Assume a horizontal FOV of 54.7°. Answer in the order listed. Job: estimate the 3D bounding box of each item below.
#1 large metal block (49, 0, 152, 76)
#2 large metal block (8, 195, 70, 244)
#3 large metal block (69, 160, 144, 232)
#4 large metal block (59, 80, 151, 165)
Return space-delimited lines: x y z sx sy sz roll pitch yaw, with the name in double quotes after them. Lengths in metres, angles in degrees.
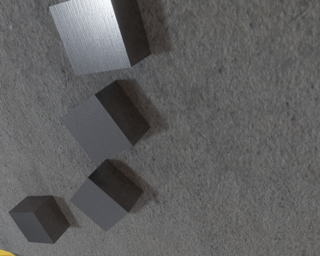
-0.066 -0.111 0.355 0.080 0.050 0.080 -2 118 29 "large metal block"
-0.245 0.186 0.632 0.080 0.050 0.080 -9 114 32 "large metal block"
-0.087 0.111 0.503 0.080 0.050 0.080 41 129 -1 "large metal block"
-0.075 -0.006 0.424 0.080 0.050 0.080 -26 104 37 "large metal block"
